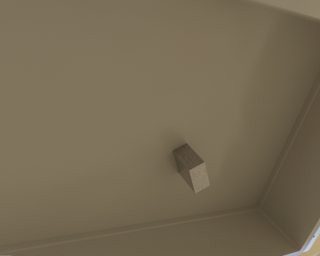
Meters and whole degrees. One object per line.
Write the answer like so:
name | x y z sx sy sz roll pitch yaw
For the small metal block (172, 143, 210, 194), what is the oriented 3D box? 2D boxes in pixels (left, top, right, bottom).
small metal block | 0.046 0.059 0.456 0.025 0.050 0.050 -27 128 -12
